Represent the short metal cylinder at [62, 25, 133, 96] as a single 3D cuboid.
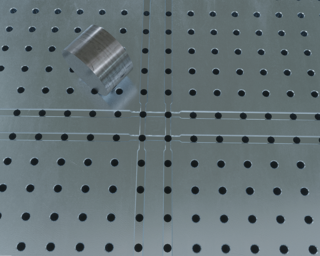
[{"bbox_3d":[-0.083,-0.089,0.414,0.080,0.080,0.050,38,74,12],"label":"short metal cylinder"}]
